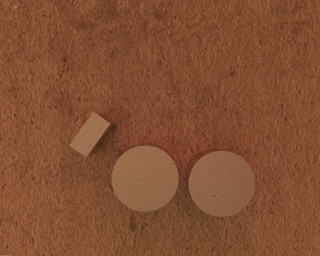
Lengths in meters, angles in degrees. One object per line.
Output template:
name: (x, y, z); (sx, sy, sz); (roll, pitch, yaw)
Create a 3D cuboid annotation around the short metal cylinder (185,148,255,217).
short metal cylinder: (0.075, 0.067, 0.398); (0.081, 0.050, 0.080); (0, 90, 0)

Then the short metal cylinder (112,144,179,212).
short metal cylinder: (-0.018, 0.061, 0.397); (0.081, 0.050, 0.080); (0, 90, 0)

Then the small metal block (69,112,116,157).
small metal block: (-0.084, 0.008, 0.397); (0.025, 0.050, 0.050); (36, 90, 0)
